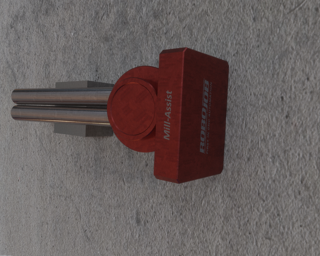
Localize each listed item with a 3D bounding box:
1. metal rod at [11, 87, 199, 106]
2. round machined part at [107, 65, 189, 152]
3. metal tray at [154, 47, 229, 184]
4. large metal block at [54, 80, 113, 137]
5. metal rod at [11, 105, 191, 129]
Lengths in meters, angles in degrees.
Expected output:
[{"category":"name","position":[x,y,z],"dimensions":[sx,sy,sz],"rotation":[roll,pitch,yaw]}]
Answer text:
[{"category":"metal rod","position":[-0.088,-0.042,0.418],"dimensions":[0.301,0.025,0.025],"rotation":[3,92,27]},{"category":"round machined part","position":[-0.020,-0.021,0.346],"dimensions":[0.098,0.042,0.097],"rotation":[1,93,29]},{"category":"metal tray","position":[0.036,-0.012,0.332],"dimensions":[0.030,0.091,0.129],"rotation":[5,93,40]},{"category":"large metal block","position":[-0.118,-0.030,0.480],"dimensions":[0.080,0.050,0.079],"rotation":[4,93,39]},{"category":"metal rod","position":[-0.089,-0.016,0.419],"dimensions":[0.301,0.025,0.025],"rotation":[4,92,27]}]
